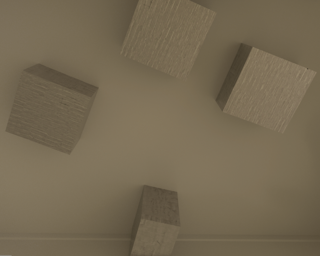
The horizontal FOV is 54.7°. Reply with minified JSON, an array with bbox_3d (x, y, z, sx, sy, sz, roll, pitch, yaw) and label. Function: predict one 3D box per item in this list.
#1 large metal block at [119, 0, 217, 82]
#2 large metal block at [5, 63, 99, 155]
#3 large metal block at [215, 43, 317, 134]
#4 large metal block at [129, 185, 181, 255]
[{"bbox_3d":[0.008,-0.110,0.357,0.080,0.050,0.079,21,109,-8],"label":"large metal block"},{"bbox_3d":[-0.133,-0.024,0.388,0.080,0.050,0.079,22,109,-8],"label":"large metal block"},{"bbox_3d":[0.125,-0.050,0.381,0.080,0.050,0.079,19,109,-7],"label":"large metal block"},{"bbox_3d":[-0.009,0.139,0.433,0.050,0.080,0.079,14,110,-5],"label":"large metal block"}]
